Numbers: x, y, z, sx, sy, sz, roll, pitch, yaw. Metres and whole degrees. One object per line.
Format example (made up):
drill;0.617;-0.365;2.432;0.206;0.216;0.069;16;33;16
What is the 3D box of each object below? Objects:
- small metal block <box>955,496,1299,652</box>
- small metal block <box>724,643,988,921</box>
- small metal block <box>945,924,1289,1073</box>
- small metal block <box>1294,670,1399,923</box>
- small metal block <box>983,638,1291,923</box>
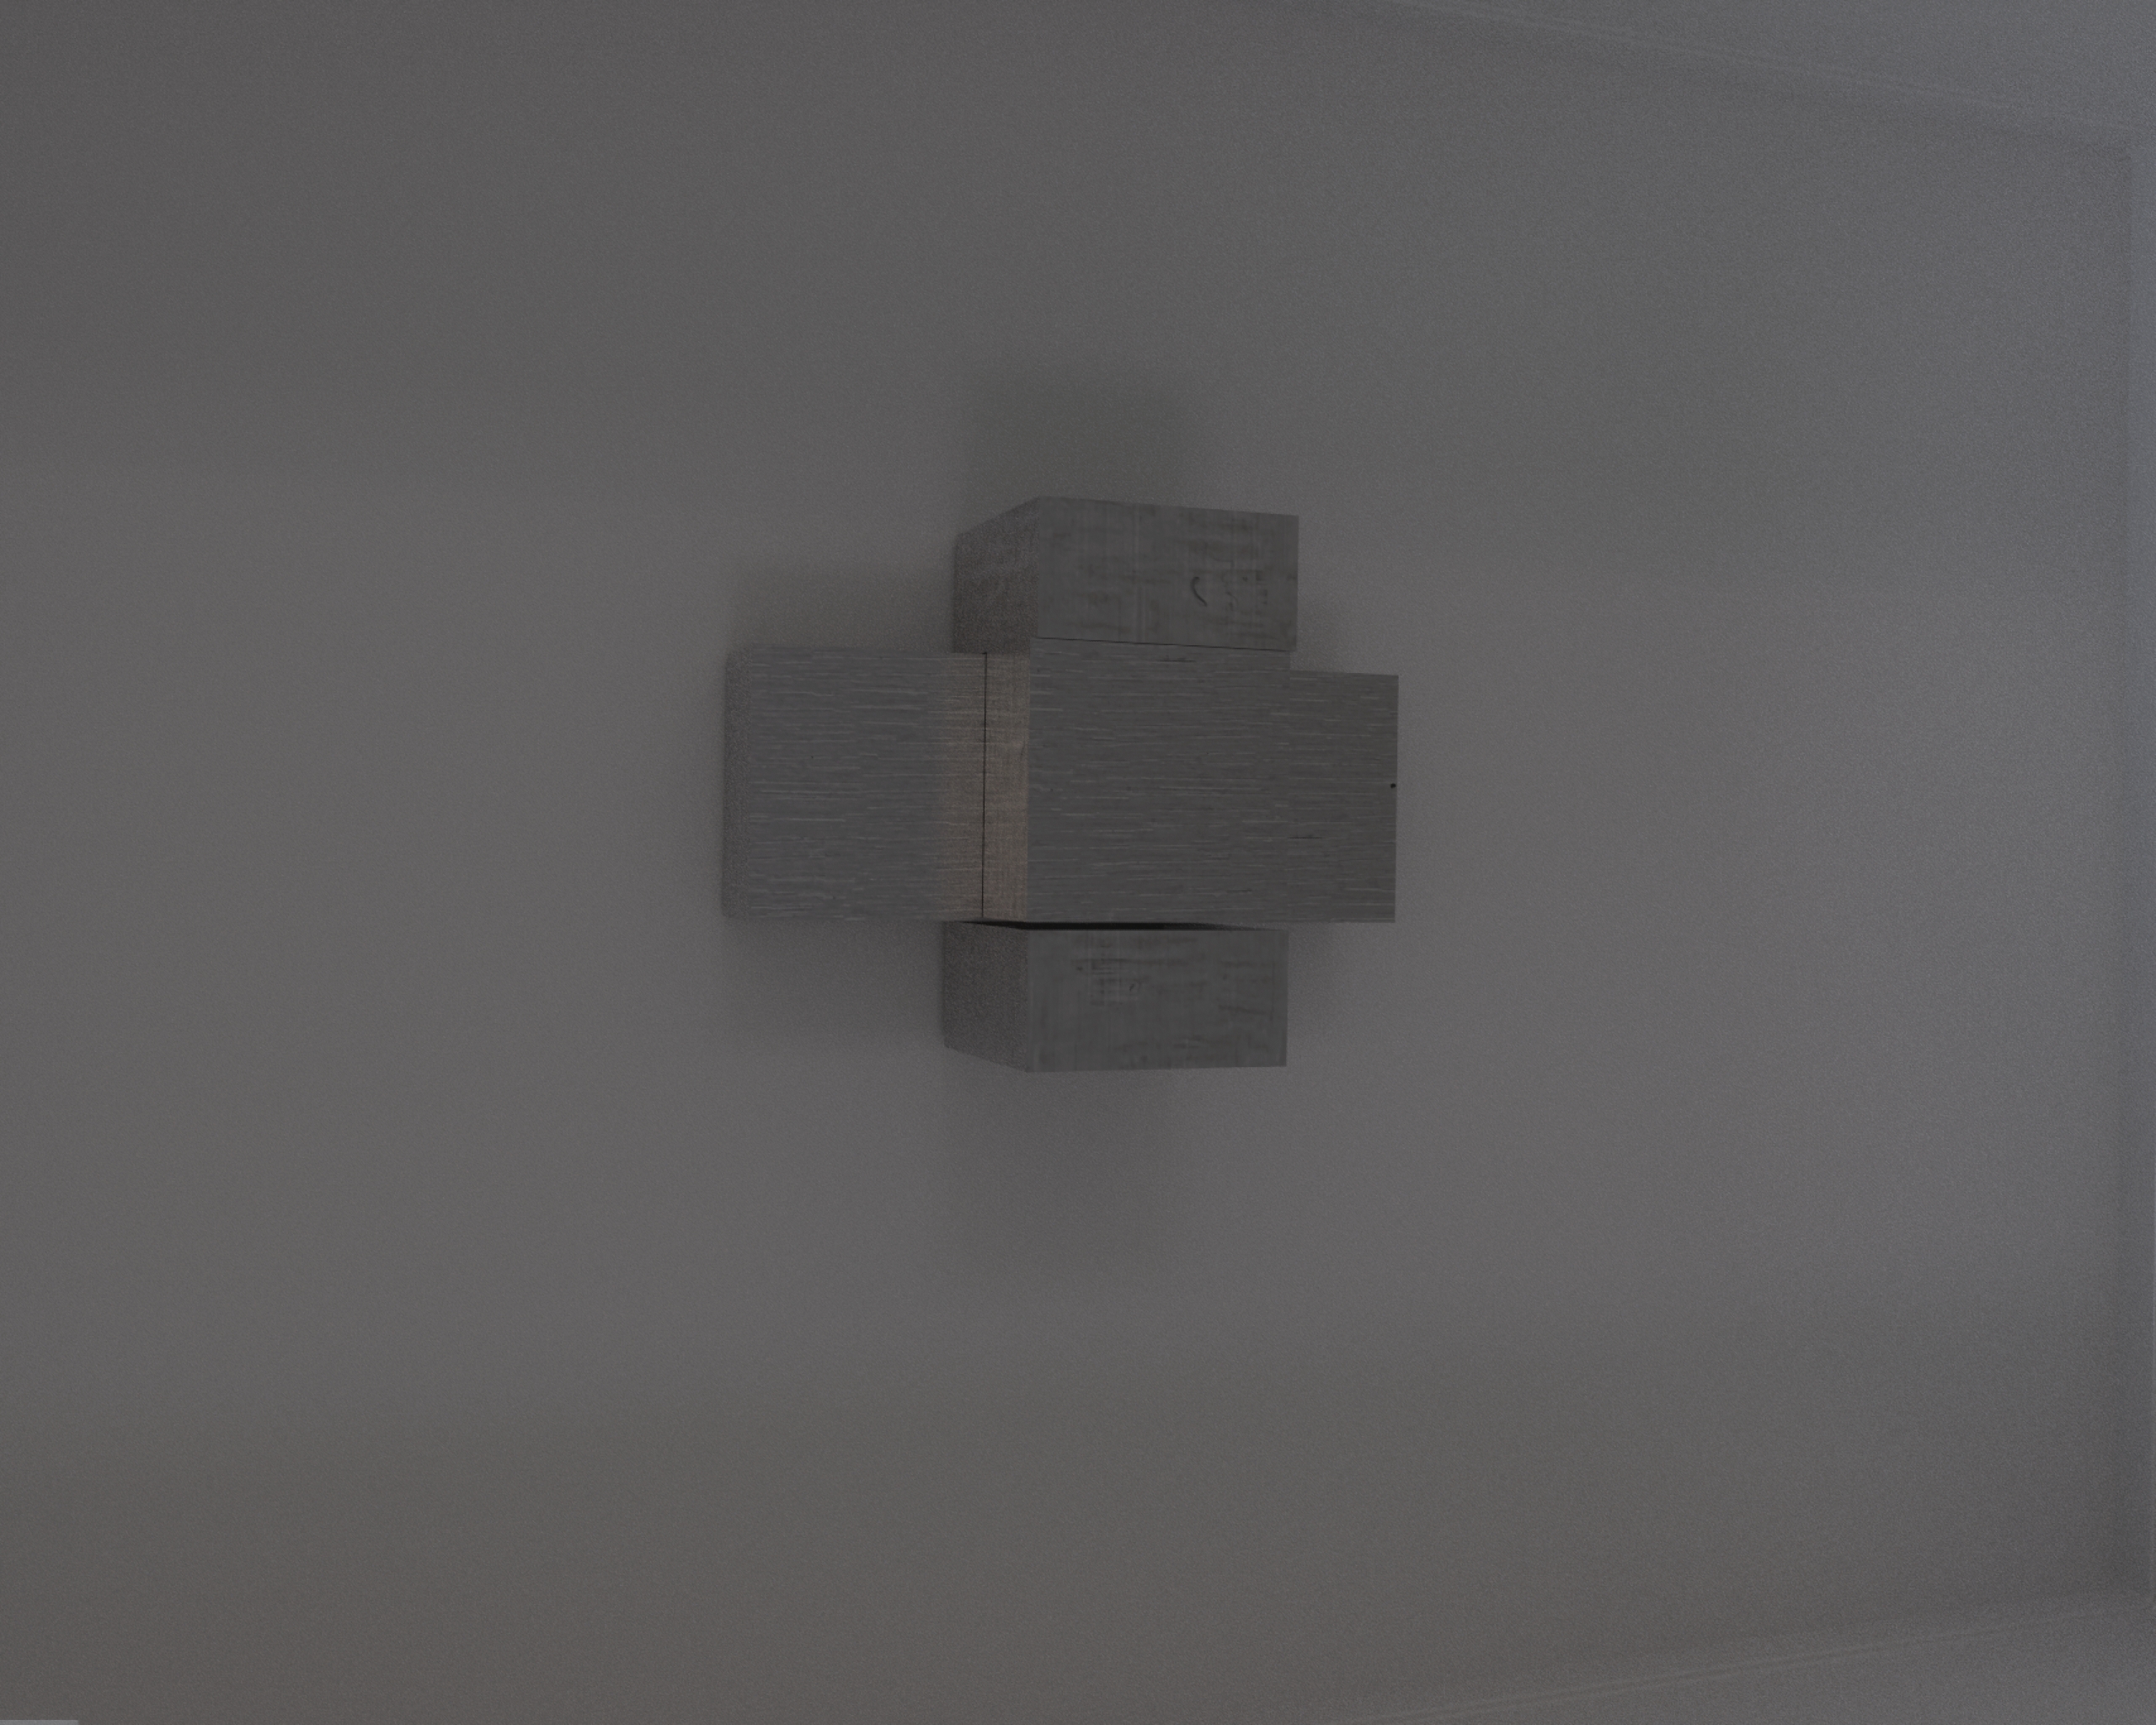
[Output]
small metal block;0.008;-0.052;0.398;0.050;0.050;0.025;1;90;-20
small metal block;-0.039;-0.014;0.394;0.050;0.025;0.050;1;90;-20
small metal block;0.006;0.024;0.396;0.050;0.050;0.025;1;90;-20
small metal block;0.036;-0.013;0.422;0.050;0.025;0.050;1;90;-20
small metal block;0.011;-0.014;0.385;0.050;0.025;0.050;1;90;-20
